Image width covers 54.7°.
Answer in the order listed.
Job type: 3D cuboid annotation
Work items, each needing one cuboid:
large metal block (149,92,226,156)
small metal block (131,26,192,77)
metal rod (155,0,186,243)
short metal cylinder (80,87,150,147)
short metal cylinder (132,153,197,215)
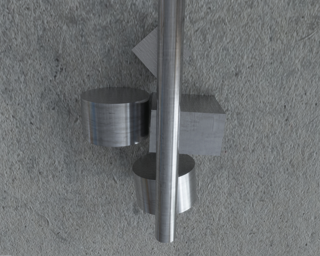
[{"bbox_3d":[0.029,-0.008,0.378,0.081,0.080,0.050,3,110,-1],"label":"large metal block"},{"bbox_3d":[0.002,-0.094,0.375,0.050,0.025,0.050,-39,106,13],"label":"small metal block"},{"bbox_3d":[0.009,-0.010,0.320,0.025,0.025,0.298,1,110,-1],"label":"metal rod"},{"bbox_3d":[-0.053,-0.016,0.374,0.081,0.080,0.050,1,110,-1],"label":"short metal cylinder"},{"bbox_3d":[0.007,0.070,0.406,0.080,0.080,0.050,-5,110,1],"label":"short metal cylinder"}]
